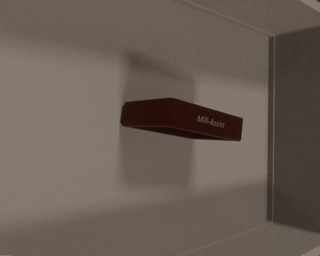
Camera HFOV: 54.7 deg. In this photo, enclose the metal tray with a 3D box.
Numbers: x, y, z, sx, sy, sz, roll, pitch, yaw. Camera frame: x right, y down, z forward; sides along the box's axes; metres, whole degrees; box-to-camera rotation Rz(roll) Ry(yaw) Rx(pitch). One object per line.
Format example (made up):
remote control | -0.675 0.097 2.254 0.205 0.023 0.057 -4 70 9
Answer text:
metal tray | 0.030 -0.007 0.391 0.131 0.090 0.030 11 83 -40
